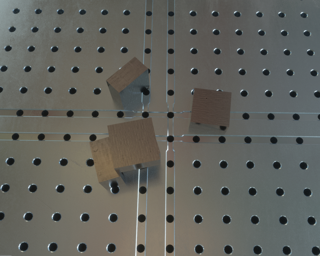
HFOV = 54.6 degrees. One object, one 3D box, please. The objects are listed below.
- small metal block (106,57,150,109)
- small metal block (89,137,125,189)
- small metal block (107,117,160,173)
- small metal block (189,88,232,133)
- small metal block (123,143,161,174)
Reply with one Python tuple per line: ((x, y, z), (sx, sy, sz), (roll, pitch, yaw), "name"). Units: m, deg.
((-0.042, -0.060, 0.420), (0.050, 0.050, 0.025), (-43, 76, -14), "small metal block")
((-0.064, 0.044, 0.382), (0.025, 0.050, 0.050), (-16, 71, -6), "small metal block")
((-0.029, 0.020, 0.351), (0.050, 0.025, 0.050), (-11, 70, -4), "small metal block")
((0.068, -0.024, 0.421), (0.050, 0.025, 0.050), (8, 70, 3), "small metal block")
((-0.027, 0.033, 0.386), (0.050, 0.050, 0.025), (-16, 71, -6), "small metal block")
